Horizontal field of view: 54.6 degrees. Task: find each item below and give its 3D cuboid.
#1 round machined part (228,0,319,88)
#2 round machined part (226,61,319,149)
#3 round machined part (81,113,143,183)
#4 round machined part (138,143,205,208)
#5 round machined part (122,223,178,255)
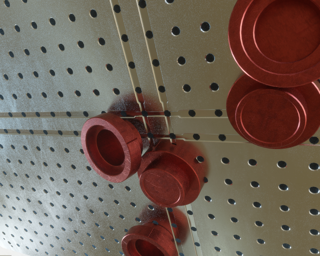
[{"bbox_3d":[0.114,-0.086,0.275,0.098,0.042,0.097,4,101,22],"label":"round machined part"},{"bbox_3d":[0.118,-0.018,0.327,0.098,0.042,0.097,13,124,21],"label":"round machined part"},{"bbox_3d":[-0.063,0.025,0.440,0.098,0.042,0.097,17,120,33],"label":"round machined part"},{"bbox_3d":[0.010,0.074,0.441,0.098,0.042,0.097,13,124,21],"label":"round machined part"},{"bbox_3d":[-0.013,0.203,0.534,0.098,0.042,0.097,13,124,21],"label":"round machined part"}]
